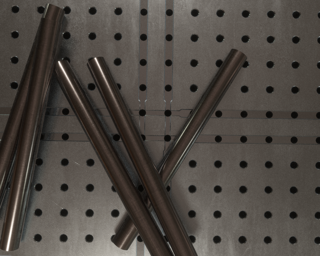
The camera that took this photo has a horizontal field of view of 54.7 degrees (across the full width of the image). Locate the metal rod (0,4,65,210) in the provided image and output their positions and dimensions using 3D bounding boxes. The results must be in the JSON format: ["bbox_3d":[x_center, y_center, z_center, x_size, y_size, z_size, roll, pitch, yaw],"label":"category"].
[{"bbox_3d":[-0.185,-0.017,0.410,0.025,0.025,0.298,18,90,-1],"label":"metal rod"}]

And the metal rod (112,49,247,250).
[{"bbox_3d":[0.026,0.028,0.413,0.025,0.025,0.299,32,90,-1],"label":"metal rod"}]

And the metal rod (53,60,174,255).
[{"bbox_3d":[-0.060,0.046,0.395,0.025,0.025,0.299,-30,83,0],"label":"metal rod"}]

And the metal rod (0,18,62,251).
[{"bbox_3d":[-0.167,0.012,0.398,0.025,0.025,0.298,13,95,-1],"label":"metal rod"}]

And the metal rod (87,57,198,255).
[{"bbox_3d":[-0.021,0.045,0.392,0.025,0.025,0.299,-26,82,0],"label":"metal rod"}]
